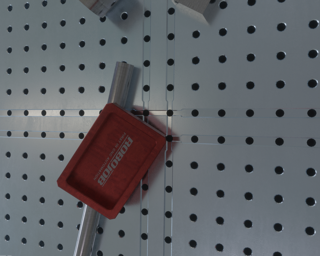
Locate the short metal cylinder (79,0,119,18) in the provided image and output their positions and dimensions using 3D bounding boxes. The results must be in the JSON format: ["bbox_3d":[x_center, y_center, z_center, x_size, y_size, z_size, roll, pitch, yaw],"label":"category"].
[{"bbox_3d":[-0.089,-0.196,0.415,0.050,0.080,0.080,-42,77,15],"label":"short metal cylinder"}]

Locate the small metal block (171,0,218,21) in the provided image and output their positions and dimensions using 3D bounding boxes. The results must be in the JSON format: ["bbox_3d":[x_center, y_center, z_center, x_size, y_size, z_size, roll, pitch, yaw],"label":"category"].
[{"bbox_3d":[0.049,-0.174,0.395,0.050,0.025,0.050,33,101,17],"label":"small metal block"}]

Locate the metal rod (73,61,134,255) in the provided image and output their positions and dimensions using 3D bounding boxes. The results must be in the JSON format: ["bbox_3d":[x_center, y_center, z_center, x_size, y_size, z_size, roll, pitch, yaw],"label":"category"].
[{"bbox_3d":[-0.082,0.056,0.441,0.025,0.025,0.298,15,95,19],"label":"metal rod"}]

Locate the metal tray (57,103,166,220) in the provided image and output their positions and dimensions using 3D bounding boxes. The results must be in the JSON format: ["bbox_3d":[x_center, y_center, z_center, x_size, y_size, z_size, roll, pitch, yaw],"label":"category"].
[{"bbox_3d":[-0.062,0.043,0.411,0.090,0.030,0.130,33,95,-1],"label":"metal tray"}]
